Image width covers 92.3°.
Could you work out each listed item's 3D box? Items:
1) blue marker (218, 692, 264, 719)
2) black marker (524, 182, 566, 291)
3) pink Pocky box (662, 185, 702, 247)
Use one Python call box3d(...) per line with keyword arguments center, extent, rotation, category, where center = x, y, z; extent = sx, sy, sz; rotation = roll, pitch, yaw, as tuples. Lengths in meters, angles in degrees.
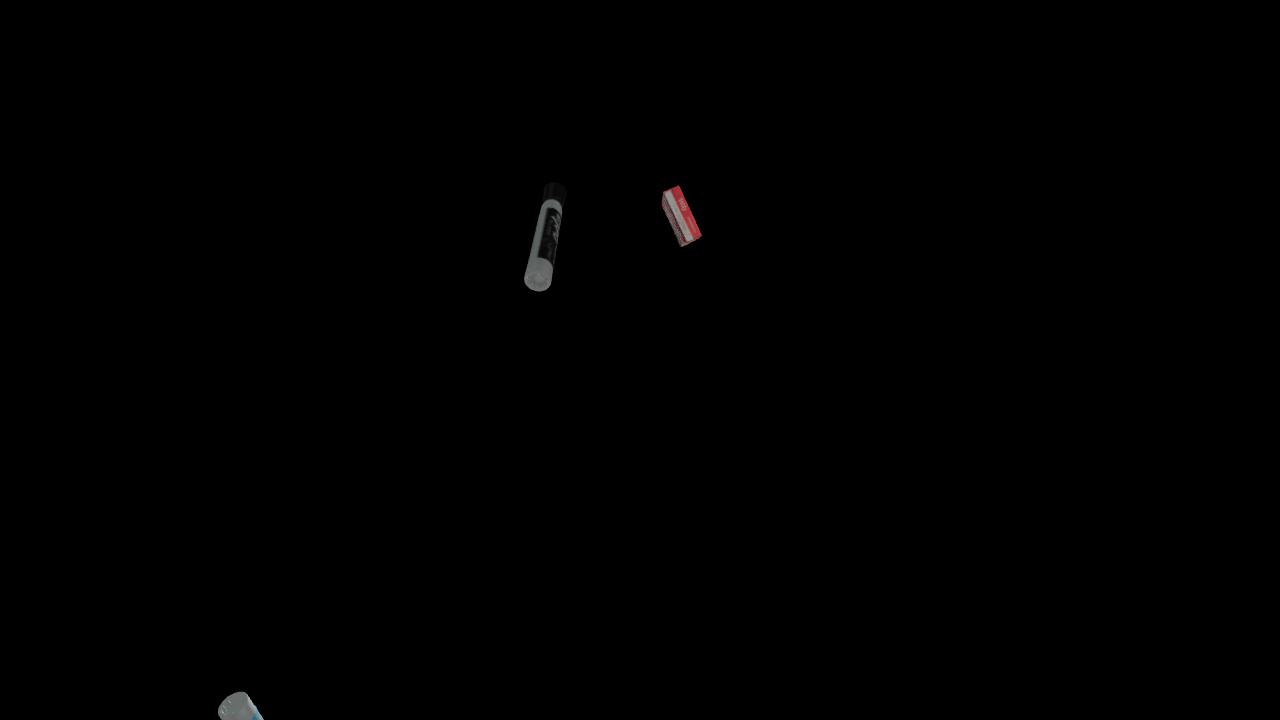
box3d(center=(-0.277, 0.289, 0.455), extent=(0.020, 0.121, 0.020), rotation=(-3, 31, 2), category="blue marker")
box3d(center=(-0.070, -0.098, 0.465), extent=(0.020, 0.121, 0.020), rotation=(1, -43, 1), category="black marker")
box3d(center=(0.064, -0.227, 0.985), extent=(0.029, 0.084, 0.155), rotation=(-25, 7, 4), category="pink Pocky box")
